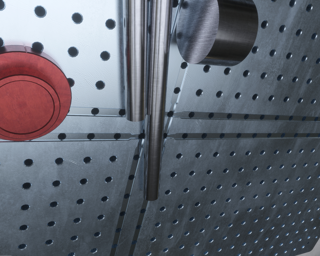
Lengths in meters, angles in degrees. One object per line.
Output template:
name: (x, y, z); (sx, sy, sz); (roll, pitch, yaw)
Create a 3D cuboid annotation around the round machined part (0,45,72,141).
round machined part: (-0.138, -0.028, 0.307); (0.099, 0.042, 0.097); (-14, 124, -21)

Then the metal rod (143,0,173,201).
metal rod: (-0.005, -0.027, 0.390); (0.025, 0.025, 0.298); (-11, 123, -23)

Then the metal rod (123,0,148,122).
metal rod: (-0.025, -0.142, 0.309); (0.025, 0.025, 0.298); (-12, 123, -22)

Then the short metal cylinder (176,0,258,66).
short metal cylinder: (0.060, -0.109, 0.340); (0.050, 0.080, 0.079); (-2, 120, -27)
